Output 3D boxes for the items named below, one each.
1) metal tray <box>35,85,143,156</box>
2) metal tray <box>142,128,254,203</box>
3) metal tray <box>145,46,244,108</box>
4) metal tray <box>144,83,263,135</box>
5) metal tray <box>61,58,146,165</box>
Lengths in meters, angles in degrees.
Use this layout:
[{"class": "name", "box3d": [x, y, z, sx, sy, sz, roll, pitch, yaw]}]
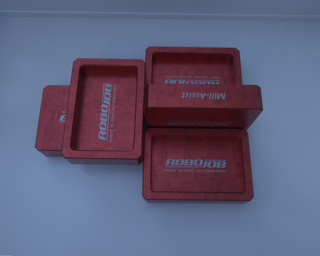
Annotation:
[{"class": "metal tray", "box3d": [-0.088, -0.009, 0.406, 0.131, 0.030, 0.090, 0, 70, -1]}, {"class": "metal tray", "box3d": [0.045, 0.047, 0.388, 0.131, 0.030, 0.090, 1, 70, 0]}, {"class": "metal tray", "box3d": [0.045, -0.066, 0.430, 0.131, 0.030, 0.090, 1, 70, 0]}, {"class": "metal tray", "box3d": [0.048, -0.020, 0.380, 0.131, 0.090, 0.030, 1, 70, 0]}, {"class": "metal tray", "box3d": [-0.064, -0.022, 0.380, 0.091, 0.030, 0.130, 1, 70, 0]}]
